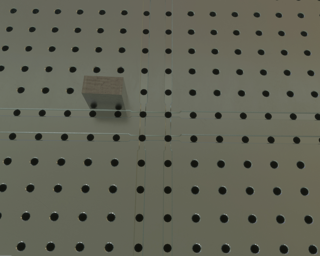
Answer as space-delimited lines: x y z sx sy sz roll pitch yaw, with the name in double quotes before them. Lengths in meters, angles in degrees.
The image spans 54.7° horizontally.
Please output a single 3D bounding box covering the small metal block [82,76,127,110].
"small metal block" -0.072 -0.046 0.414 0.050 0.050 0.025 3 70 0
